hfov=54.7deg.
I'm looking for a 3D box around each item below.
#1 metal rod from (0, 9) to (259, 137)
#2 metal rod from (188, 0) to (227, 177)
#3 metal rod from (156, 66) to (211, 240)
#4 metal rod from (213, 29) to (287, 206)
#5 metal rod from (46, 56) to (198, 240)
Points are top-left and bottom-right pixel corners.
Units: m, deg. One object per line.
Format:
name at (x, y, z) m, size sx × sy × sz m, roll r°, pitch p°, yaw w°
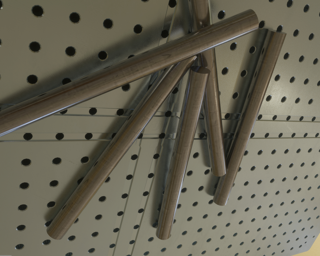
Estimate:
metal rod at (-0.032, -0.063, 0.336) m, size 0.302 × 0.025 × 0.025 m, roll -24°, pitch 128°, yaw -7°
metal rod at (0.068, -0.046, 0.422) m, size 0.025 × 0.025 × 0.298 m, roll -24°, pitch 128°, yaw -14°
metal rod at (0.027, 0.055, 0.451) m, size 0.025 × 0.025 × 0.298 m, roll -7°, pitch 125°, yaw -25°
metal rod at (0.133, 0.000, 0.486) m, size 0.025 × 0.025 × 0.298 m, roll -4°, pitch 120°, yaw -27°
metal rod at (-0.054, 0.025, 0.398) m, size 0.025 × 0.025 × 0.299 m, roll 30°, pitch 102°, yaw -38°
